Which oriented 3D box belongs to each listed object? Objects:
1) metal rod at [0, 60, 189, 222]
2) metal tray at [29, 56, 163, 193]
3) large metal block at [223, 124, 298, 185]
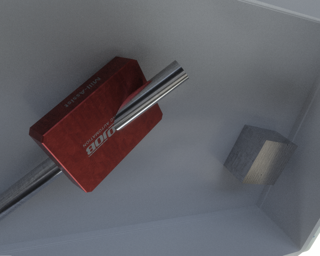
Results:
[{"bbox_3d":[-0.096,0.026,0.349,0.300,0.025,0.025,-37,130,5],"label":"metal rod"},{"bbox_3d":[-0.062,-0.006,0.341,0.130,0.030,0.090,-47,133,-23],"label":"metal tray"},{"bbox_3d":[0.166,0.046,0.515,0.081,0.050,0.079,10,113,-33],"label":"large metal block"}]
